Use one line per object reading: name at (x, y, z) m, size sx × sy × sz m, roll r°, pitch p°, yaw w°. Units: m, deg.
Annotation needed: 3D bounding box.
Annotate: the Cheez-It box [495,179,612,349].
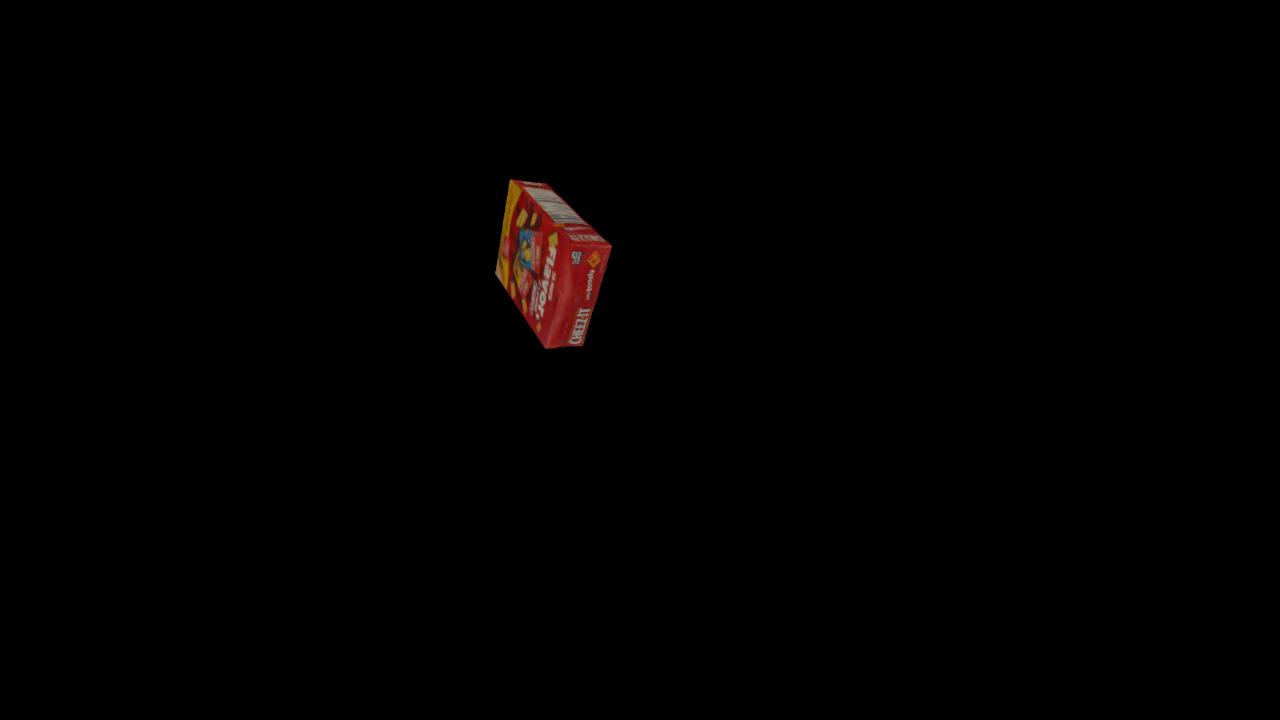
Cheez-It box at (-0.137, -0.146, 0.907) m, size 0.071 × 0.166 × 0.223 m, roll -5°, pitch 38°, yaw -34°
